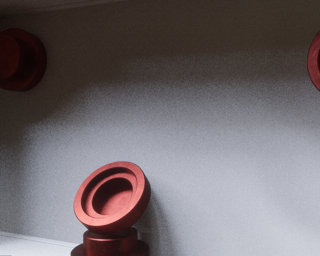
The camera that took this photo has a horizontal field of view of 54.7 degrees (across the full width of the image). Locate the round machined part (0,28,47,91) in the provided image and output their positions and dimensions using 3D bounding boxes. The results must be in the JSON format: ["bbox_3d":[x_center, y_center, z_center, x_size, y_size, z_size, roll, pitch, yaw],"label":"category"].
[{"bbox_3d":[-0.230,-0.107,0.480,0.098,0.042,0.097,0,90,16],"label":"round machined part"}]

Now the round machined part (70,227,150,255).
[{"bbox_3d":[-0.063,0.153,0.394,0.098,0.098,0.042,-2,86,20],"label":"round machined part"}]

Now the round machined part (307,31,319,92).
[{"bbox_3d":[0.209,-0.070,0.315,0.098,0.042,0.097,-1,88,43],"label":"round machined part"}]

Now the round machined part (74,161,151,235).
[{"bbox_3d":[-0.058,0.094,0.403,0.098,0.042,0.098,-14,40,13],"label":"round machined part"}]
